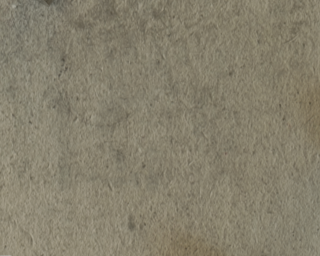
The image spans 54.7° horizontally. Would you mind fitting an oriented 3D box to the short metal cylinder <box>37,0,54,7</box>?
[{"bbox_3d":[-0.157,-0.196,0.380,0.080,0.080,0.050,35,90,-1],"label":"short metal cylinder"}]
